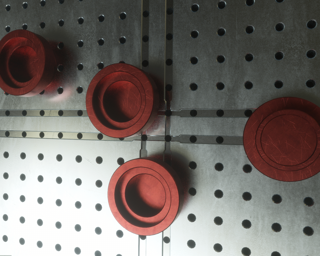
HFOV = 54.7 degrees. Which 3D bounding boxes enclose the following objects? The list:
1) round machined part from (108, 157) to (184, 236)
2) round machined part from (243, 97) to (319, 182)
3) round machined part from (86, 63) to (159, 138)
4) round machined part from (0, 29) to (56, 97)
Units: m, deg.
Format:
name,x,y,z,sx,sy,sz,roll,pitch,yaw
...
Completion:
name,x,y,z,sx,sy,sz,roll,pitch,yaw
round machined part,-0.016,0.087,0.408,0.098,0.042,0.097,0,90,19
round machined part,0.145,0.013,0.353,0.098,0.042,0.097,0,90,19
round machined part,-0.047,-0.035,0.419,0.098,0.042,0.097,0,90,19
round machined part,-0.201,-0.096,0.472,0.098,0.042,0.097,0,90,19
